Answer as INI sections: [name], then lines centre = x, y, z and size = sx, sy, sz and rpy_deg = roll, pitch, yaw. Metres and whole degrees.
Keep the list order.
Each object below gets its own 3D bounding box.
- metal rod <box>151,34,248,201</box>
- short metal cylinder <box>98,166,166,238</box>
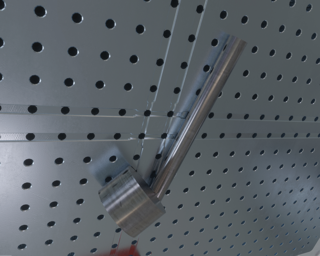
[metal rod]
centre = 0.037, 0.014, 0.439
size = 0.025, 0.025, 0.298
rpy_deg = 14, 111, -34
[short metal cylinder]
centre = -0.037, 0.098, 0.416
size = 0.050, 0.080, 0.080
rpy_deg = -39, 129, -2
